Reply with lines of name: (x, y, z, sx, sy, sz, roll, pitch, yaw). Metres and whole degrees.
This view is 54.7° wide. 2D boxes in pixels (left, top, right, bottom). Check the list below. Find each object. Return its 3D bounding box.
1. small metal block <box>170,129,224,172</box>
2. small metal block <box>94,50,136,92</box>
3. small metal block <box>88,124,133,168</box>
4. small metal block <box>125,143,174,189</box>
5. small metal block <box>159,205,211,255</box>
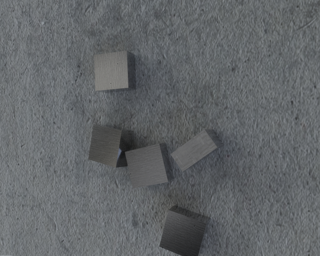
small metal block: (0.047, 0.026, 0.379, 0.050, 0.050, 0.025, -38, 78, 16)
small metal block: (-0.062, -0.077, 0.431, 0.050, 0.025, 0.050, -3, 89, 20)
small metal block: (-0.068, 0.024, 0.428, 0.050, 0.025, 0.050, 11, 94, 31)
small metal block: (-0.014, 0.050, 0.414, 0.050, 0.025, 0.050, -14, 85, 19)
small metal block: (0.032, 0.134, 0.398, 0.050, 0.025, 0.050, 15, 95, 19)
